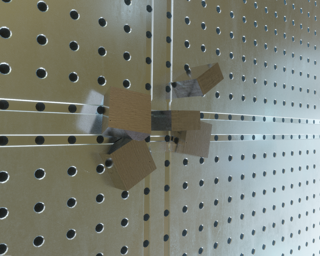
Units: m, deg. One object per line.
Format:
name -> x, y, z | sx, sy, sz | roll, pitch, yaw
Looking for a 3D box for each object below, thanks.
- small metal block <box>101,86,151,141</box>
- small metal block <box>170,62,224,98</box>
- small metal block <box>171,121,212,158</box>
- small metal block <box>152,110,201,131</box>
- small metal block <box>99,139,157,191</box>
small metal block -> -0.038, -0.016, 0.359 | 0.050, 0.025, 0.050 | 10, 65, -25
small metal block -> 0.052, -0.067, 0.435 | 0.050, 0.050, 0.025 | -39, 114, -33
small metal block -> 0.046, 0.014, 0.447 | 0.050, 0.025, 0.050 | 14, 81, -39
small metal block -> 0.017, -0.010, 0.406 | 0.050, 0.050, 0.025 | -2, 91, -40
small metal block -> -0.038, 0.040, 0.377 | 0.050, 0.025, 0.050 | -34, 111, -35
